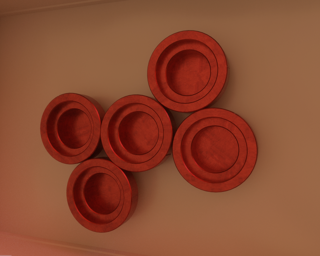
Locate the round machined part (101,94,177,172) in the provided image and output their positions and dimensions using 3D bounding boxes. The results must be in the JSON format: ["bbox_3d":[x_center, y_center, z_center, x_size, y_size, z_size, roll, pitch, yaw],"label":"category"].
[{"bbox_3d":[-0.024,0.007,0.406,0.098,0.042,0.097,0,90,20],"label":"round machined part"}]

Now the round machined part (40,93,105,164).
[{"bbox_3d":[-0.116,0.001,0.440,0.098,0.042,0.097,0,90,20],"label":"round machined part"}]

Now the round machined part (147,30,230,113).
[{"bbox_3d":[0.037,-0.067,0.386,0.098,0.042,0.097,0,90,20],"label":"round machined part"}]

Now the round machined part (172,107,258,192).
[{"bbox_3d":[0.068,0.025,0.375,0.098,0.042,0.097,0,90,20],"label":"round machined part"}]

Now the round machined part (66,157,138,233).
[{"bbox_3d":[-0.074,0.088,0.424,0.098,0.042,0.097,0,90,20],"label":"round machined part"}]
